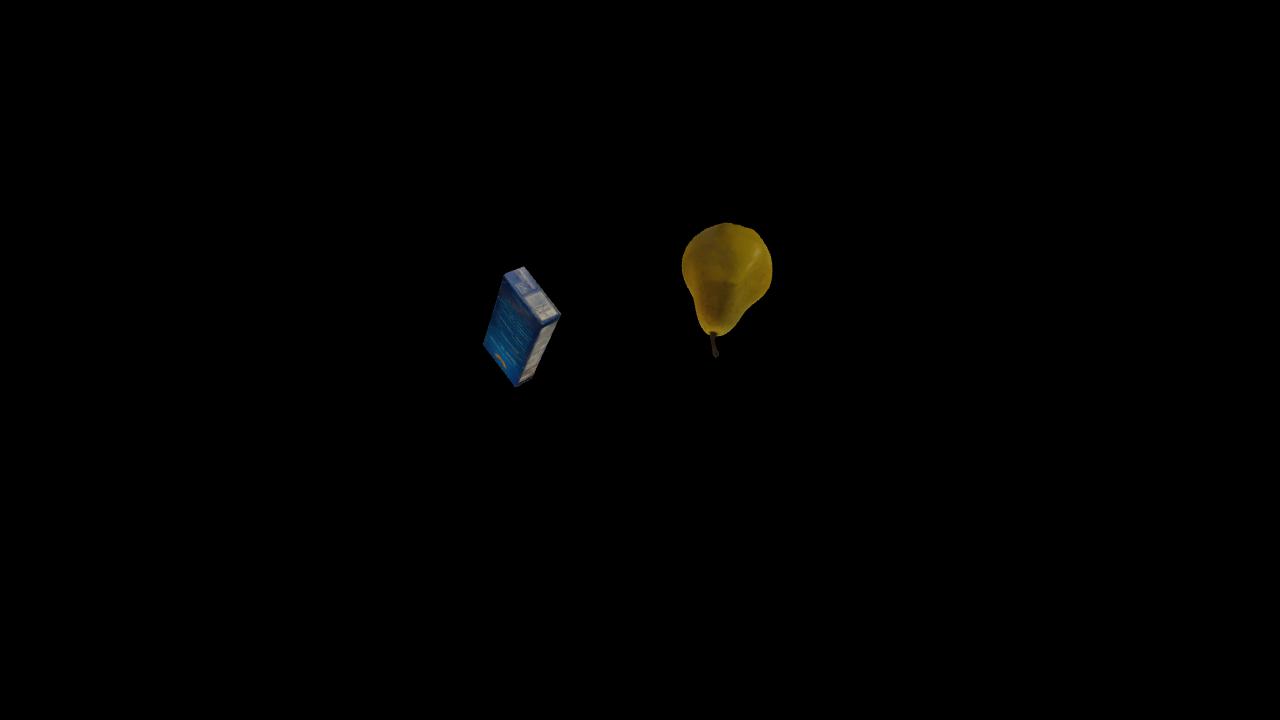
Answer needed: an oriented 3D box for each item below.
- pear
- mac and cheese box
[{"bbox_3d":[0.065,-0.058,0.512,0.080,0.111,0.080,19,-28,10],"label":"pear"},{"bbox_3d":[-0.178,-0.044,0.906,0.041,0.093,0.184,-33,-13,-35],"label":"mac and cheese box"}]
